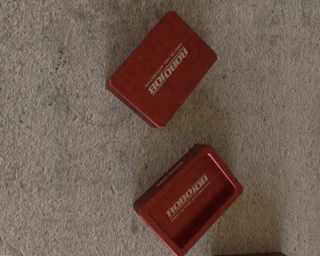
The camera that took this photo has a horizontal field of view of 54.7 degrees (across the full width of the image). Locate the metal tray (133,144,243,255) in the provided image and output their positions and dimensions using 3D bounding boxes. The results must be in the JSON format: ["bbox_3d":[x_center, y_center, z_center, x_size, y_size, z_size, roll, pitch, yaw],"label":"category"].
[{"bbox_3d":[0.041,0.095,0.421,0.130,0.030,0.090,-42,104,-15],"label":"metal tray"}]

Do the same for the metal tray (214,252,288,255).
[{"bbox_3d":[0.136,0.236,0.456,0.131,0.030,0.089,6,88,-20],"label":"metal tray"}]

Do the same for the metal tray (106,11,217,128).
[{"bbox_3d":[0.004,-0.076,0.408,0.090,0.030,0.130,41,77,-16],"label":"metal tray"}]
